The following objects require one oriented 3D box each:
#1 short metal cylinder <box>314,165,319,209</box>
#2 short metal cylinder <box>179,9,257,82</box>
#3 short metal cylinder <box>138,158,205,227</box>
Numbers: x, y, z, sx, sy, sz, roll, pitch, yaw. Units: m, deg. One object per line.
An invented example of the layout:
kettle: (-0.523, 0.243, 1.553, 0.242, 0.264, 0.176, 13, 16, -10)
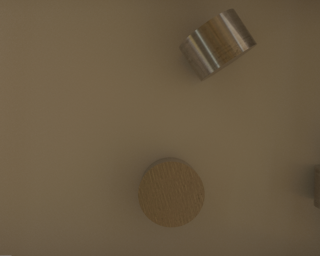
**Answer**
short metal cylinder: (0.236, 0.075, 0.386, 0.081, 0.080, 0.050, 1, 90, 0)
short metal cylinder: (0.071, -0.101, 0.384, 0.080, 0.080, 0.050, -33, 90, 0)
short metal cylinder: (0.014, 0.080, 0.399, 0.081, 0.050, 0.080, 0, 90, 0)
